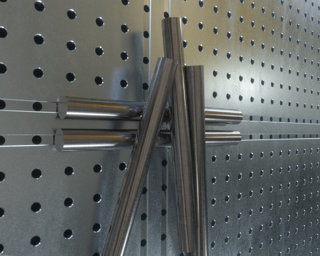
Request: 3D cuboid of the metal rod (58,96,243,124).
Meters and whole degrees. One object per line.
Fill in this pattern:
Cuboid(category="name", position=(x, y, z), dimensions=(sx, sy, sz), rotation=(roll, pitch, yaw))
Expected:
Cuboid(category="metal rod", position=(0.013, -0.020, 0.423), dimensions=(0.302, 0.025, 0.025), rotation=(1, 90, -40))

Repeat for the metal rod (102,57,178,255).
Cuboid(category="metal rod", position=(-0.030, 0.063, 0.362), dimensions=(0.025, 0.025, 0.299), rotation=(19, 85, -39))

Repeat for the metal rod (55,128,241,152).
Cuboid(category="metal rod", position=(0.010, 0.014, 0.420), dimensions=(0.302, 0.025, 0.025), rotation=(1, 90, -40))

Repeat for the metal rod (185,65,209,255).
Cuboid(category="metal rod", position=(0.052, 0.065, 0.431), dimensions=(0.025, 0.025, 0.298), rotation=(-14, 106, -40))

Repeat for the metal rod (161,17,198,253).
Cuboid(category="metal rod", position=(0.026, 0.012, 0.401), dimensions=(0.025, 0.025, 0.298), rotation=(-8, 95, -40))
